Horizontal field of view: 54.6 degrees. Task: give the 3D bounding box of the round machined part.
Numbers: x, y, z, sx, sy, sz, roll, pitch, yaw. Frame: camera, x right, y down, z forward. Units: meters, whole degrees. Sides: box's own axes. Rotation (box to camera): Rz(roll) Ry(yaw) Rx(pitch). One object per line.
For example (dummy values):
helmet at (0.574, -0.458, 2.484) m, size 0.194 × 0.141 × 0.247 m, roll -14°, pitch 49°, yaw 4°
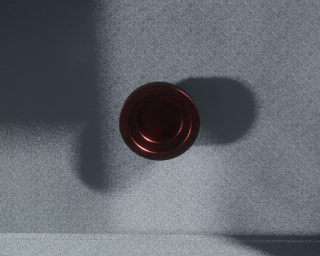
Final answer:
round machined part at (-0.001, -0.011, 0.395) m, size 0.099 × 0.042 × 0.097 m, roll 0°, pitch 110°, yaw 0°
